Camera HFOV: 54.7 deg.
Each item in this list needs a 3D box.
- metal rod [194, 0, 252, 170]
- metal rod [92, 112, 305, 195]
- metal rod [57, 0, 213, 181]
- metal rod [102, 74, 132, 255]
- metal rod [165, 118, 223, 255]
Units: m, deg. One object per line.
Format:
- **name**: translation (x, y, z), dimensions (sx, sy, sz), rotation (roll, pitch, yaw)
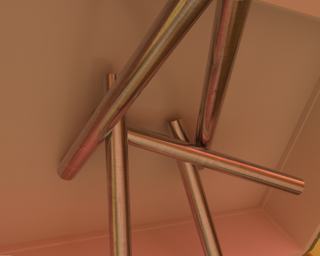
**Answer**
- **metal rod**: translation (0.057, -0.022, 0.349), dimensions (0.025, 0.025, 0.299), rotation (-25, 152, -13)
- **metal rod**: translation (0.056, 0.038, 0.399), dimensions (0.302, 0.025, 0.025), rotation (18, 110, -15)
- **metal rod**: translation (-0.036, -0.030, 0.286), dimensions (0.025, 0.025, 0.298), rotation (11, 140, -33)
- **metal rod**: translation (-0.046, 0.090, 0.352), dimensions (0.025, 0.025, 0.298), rotation (-5, 97, -26)
- **metal rod**: translation (0.062, 0.132, 0.429), dimensions (0.025, 0.025, 0.298), rotation (-18, 95, -18)
